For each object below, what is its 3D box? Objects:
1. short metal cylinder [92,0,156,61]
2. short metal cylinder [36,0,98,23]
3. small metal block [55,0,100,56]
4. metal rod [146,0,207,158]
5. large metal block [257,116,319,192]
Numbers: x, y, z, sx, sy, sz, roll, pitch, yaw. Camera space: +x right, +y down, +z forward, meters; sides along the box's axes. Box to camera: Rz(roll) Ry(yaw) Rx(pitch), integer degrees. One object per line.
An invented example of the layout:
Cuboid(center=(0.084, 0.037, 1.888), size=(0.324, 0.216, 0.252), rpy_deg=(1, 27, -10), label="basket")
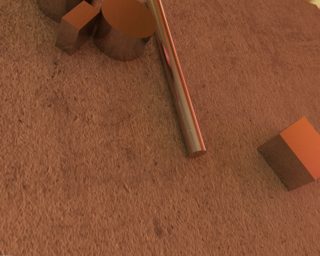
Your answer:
Cuboid(center=(-0.053, -0.144, 0.449), size=(0.081, 0.050, 0.080), rpy_deg=(14, 56, -21), label="short metal cylinder")
Cuboid(center=(-0.129, -0.193, 0.437), size=(0.081, 0.050, 0.080), rpy_deg=(14, 56, -21), label="short metal cylinder")
Cuboid(center=(-0.109, -0.132, 0.410), size=(0.025, 0.050, 0.050), rpy_deg=(34, 51, -6), label="small metal block")
Cuboid(center=(0.018, -0.097, 0.474), size=(0.025, 0.025, 0.299), rpy_deg=(1, 61, -28), label="metal rod")
Cuboid(center=(0.213, 0.039, 0.482), size=(0.081, 0.050, 0.080), rpy_deg=(-26, 76, -37), label="large metal block")
